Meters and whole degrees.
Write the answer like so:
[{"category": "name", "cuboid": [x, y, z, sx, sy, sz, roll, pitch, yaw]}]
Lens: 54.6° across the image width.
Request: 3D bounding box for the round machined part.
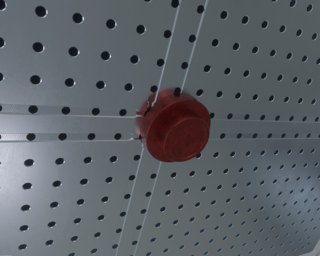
[{"category": "round machined part", "cuboid": [0.027, 0.007, 0.419, 0.099, 0.042, 0.097, -14, 124, -21]}]
